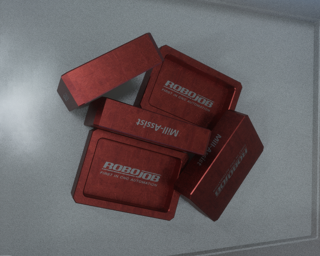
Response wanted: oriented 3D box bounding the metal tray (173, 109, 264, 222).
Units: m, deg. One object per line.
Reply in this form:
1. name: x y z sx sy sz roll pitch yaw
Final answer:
1. metal tray: 0.084 0.051 0.417 0.130 0.030 0.090 -53 135 -12

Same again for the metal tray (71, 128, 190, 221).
1. metal tray: -0.035 0.059 0.393 0.131 0.030 0.090 17 84 -20

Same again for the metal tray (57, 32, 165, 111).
1. metal tray: -0.060 -0.054 0.330 0.091 0.130 0.030 -31 101 -17

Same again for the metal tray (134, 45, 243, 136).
1. metal tray: 0.040 -0.043 0.422 0.131 0.030 0.090 22 83 -19

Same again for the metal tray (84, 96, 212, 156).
1. metal tray: -0.018 0.000 0.367 0.131 0.090 0.030 17 85 -20
